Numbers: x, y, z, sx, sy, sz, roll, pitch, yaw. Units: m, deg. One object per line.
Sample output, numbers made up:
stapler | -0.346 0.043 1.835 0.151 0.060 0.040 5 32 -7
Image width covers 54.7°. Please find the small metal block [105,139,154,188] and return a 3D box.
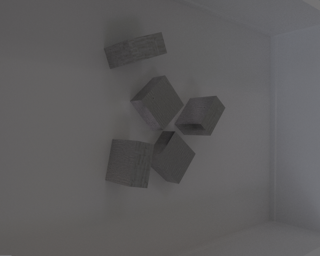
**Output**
small metal block | -0.036 0.040 0.360 0.025 0.050 0.050 15 81 -39

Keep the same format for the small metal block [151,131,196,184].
small metal block | 0.015 0.039 0.419 0.050 0.025 0.050 47 62 -30

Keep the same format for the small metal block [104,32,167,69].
small metal block | -0.029 -0.091 0.366 0.050 0.050 0.025 -26 107 -37

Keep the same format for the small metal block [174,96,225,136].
small metal block | 0.056 -0.017 0.437 0.025 0.050 0.050 47 62 -30

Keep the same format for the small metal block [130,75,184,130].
small metal block | -0.003 -0.032 0.404 0.050 0.025 0.050 -50 120 -28
